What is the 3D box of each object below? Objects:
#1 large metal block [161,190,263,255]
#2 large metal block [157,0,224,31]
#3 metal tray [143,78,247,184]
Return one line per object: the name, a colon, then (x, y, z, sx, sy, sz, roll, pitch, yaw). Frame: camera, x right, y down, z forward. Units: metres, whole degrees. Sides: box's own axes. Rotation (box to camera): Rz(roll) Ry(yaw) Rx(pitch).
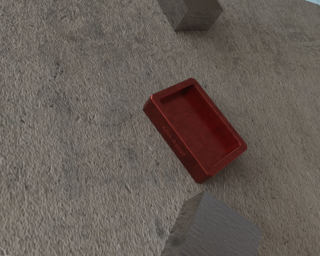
large metal block: (0.056, 0.129, 0.339, 0.080, 0.050, 0.080, 35, 51, -5)
large metal block: (0.051, -0.220, 0.550, 0.081, 0.050, 0.080, -13, 69, -34)
metal tray: (0.049, 0.000, 0.426, 0.091, 0.030, 0.130, -29, 78, -37)
